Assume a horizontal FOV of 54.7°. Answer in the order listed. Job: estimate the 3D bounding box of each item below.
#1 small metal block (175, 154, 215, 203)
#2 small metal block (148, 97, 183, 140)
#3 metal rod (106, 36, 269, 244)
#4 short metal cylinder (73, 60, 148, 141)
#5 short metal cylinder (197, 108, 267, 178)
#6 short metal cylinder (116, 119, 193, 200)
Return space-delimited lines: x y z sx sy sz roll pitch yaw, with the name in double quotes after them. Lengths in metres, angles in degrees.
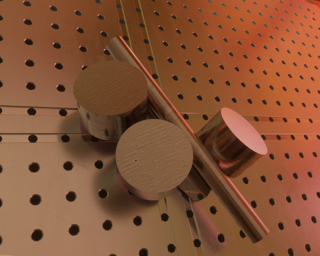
0.045 0.057 0.393 0.050 0.025 0.050 42 51 1 "small metal block"
-0.005 -0.011 0.408 0.050 0.025 0.050 40 51 -1 "small metal block"
0.027 0.006 0.382 0.025 0.025 0.299 -29 77 -37 "metal rod"
-0.055 -0.032 0.360 0.081 0.050 0.080 2 56 -2 "short metal cylinder"
0.094 0.019 0.410 0.080 0.050 0.080 32 29 -20 "short metal cylinder"
-0.007 0.036 0.344 0.081 0.050 0.080 1 68 -3 "short metal cylinder"
